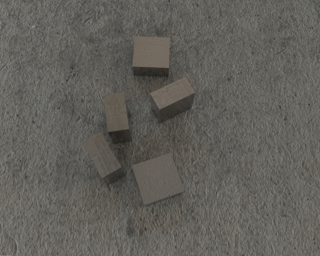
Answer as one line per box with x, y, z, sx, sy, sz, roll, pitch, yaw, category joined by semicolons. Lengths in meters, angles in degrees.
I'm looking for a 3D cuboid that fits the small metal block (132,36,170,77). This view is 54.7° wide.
-0.012;-0.103;0.445;0.050;0.025;0.050;2;70;1;small metal block

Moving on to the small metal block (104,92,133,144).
-0.053;-0.012;0.399;0.025;0.050;0.050;-9;70;-3;small metal block

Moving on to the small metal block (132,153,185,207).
-0.002;0.065;0.384;0.050;0.025;0.050;-18;71;-7;small metal block

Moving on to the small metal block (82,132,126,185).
-0.067;0.039;0.380;0.025;0.050;0.050;-30;73;-10;small metal block

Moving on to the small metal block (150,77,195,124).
0.016;-0.035;0.408;0.050;0.050;0.025;-26;72;-9;small metal block
